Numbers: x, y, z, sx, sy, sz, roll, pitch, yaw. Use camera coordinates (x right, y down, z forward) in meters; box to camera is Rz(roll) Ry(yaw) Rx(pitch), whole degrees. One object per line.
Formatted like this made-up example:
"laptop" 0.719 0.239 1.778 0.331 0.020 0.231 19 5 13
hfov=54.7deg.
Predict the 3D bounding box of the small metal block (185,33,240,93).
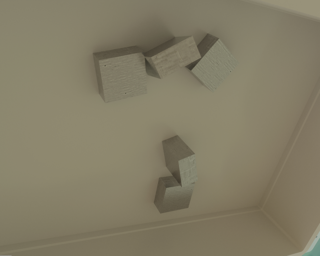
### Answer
"small metal block" 0.064 -0.082 0.393 0.050 0.025 0.050 -49 129 6

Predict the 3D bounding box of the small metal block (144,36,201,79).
"small metal block" 0.010 -0.080 0.345 0.050 0.050 0.025 -30 112 -10

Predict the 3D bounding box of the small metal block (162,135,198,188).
"small metal block" 0.028 0.046 0.436 0.025 0.050 0.050 -21 127 -16

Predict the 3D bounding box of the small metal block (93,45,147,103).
"small metal block" -0.044 -0.061 0.347 0.050 0.025 0.050 -16 125 -19

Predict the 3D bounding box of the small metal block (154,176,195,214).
"small metal block" 0.022 0.102 0.484 0.050 0.025 0.050 -4 120 -27
